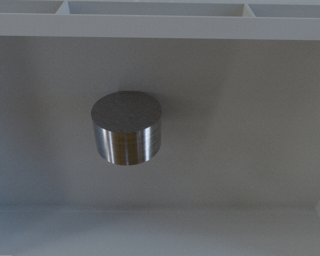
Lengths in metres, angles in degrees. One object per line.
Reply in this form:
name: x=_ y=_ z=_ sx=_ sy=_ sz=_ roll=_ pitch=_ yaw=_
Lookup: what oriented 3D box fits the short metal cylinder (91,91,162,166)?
short metal cylinder: x=-0.038 y=-0.002 z=0.371 sx=0.080 sy=0.080 sz=0.050 roll=1 pitch=130 yaw=-1
